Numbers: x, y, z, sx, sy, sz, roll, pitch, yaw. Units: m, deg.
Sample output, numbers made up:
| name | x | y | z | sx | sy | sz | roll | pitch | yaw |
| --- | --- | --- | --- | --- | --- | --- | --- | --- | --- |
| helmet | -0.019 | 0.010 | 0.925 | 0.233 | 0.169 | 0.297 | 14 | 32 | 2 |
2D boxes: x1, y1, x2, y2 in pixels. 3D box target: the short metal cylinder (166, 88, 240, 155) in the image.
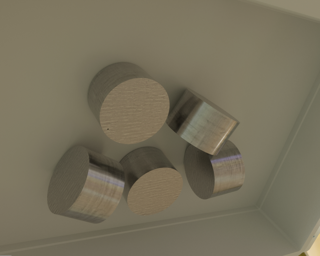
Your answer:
| name | x | y | z | sx | sy | sz | roll | pitch | yaw |
| --- | --- | --- | --- | --- | --- | --- | --- | --- | --- |
| short metal cylinder | 0.055 | -0.009 | 0.399 | 0.080 | 0.080 | 0.050 | 24 | 105 | -37 |

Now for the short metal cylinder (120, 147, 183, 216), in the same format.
| name | x | y | z | sx | sy | sz | roll | pitch | yaw |
| --- | --- | --- | --- | --- | --- | --- | --- | --- | --- |
| short metal cylinder | -0.016 | 0.073 | 0.429 | 0.081 | 0.050 | 0.079 | -14 | 125 | -21 |

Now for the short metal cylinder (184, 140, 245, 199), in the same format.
| name | x | y | z | sx | sy | sz | roll | pitch | yaw |
| --- | --- | --- | --- | --- | --- | --- | --- | --- | --- |
| short metal cylinder | 0.077 | 0.059 | 0.451 | 0.050 | 0.080 | 0.079 | -9 | 122 | -24 |

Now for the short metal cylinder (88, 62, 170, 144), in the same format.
| name | x | y | z | sx | sy | sz | roll | pitch | yaw |
| --- | --- | --- | --- | --- | --- | --- | --- | --- | --- |
| short metal cylinder | -0.036 | -0.029 | 0.354 | 0.081 | 0.050 | 0.079 | -14 | 125 | -21 |

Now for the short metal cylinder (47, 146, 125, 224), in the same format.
| name | x | y | z | sx | sy | sz | roll | pitch | yaw |
| --- | --- | --- | --- | --- | --- | --- | --- | --- | --- |
| short metal cylinder | -0.087 | 0.067 | 0.365 | 0.050 | 0.080 | 0.080 | 31 | 101 | -38 |
